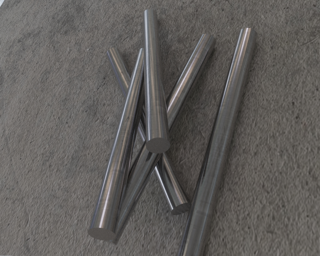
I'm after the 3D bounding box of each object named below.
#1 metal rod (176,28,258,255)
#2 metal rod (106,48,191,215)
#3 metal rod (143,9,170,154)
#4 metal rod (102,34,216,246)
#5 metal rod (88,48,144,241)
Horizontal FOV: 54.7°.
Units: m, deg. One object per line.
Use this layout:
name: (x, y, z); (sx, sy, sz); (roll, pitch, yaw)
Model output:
metal rod: (0.073, 0.005, 0.362); (0.025, 0.025, 0.300); (6, 64, 31)
metal rod: (-0.027, -0.018, 0.429); (0.025, 0.025, 0.300); (-32, 52, 8)
metal rod: (-0.010, -0.087, 0.426); (0.025, 0.025, 0.300); (-21, 43, 16)
metal rod: (0.007, -0.007, 0.378); (0.025, 0.025, 0.300); (9, 58, 32)
metal rod: (-0.037, -0.010, 0.383); (0.025, 0.025, 0.300); (-14, 41, 20)
